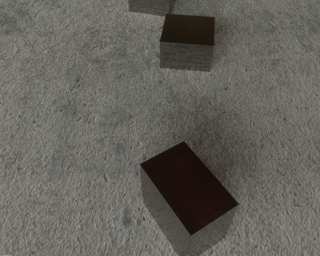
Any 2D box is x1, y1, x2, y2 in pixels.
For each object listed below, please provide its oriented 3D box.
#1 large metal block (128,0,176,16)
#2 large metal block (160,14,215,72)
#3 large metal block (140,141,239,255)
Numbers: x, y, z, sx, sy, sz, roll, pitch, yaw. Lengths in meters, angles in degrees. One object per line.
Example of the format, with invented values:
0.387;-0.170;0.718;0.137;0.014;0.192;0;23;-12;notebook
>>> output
-0.012;-0.268;0.612;0.080;0.050;0.080;11;51;9;large metal block
0.045;-0.140;0.504;0.080;0.050;0.080;6;50;5;large metal block
0.024;0.074;0.305;0.050;0.080;0.080;-26;55;-20;large metal block
